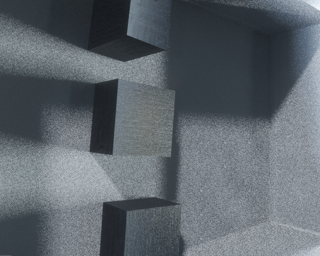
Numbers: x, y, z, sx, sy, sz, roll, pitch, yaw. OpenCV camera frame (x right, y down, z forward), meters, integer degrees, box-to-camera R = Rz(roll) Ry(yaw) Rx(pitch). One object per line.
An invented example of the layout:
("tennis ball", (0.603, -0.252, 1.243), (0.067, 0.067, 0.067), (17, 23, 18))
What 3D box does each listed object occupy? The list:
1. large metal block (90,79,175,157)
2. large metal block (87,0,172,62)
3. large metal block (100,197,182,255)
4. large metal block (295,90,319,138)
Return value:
("large metal block", (-0.031, -0.009, 0.364), (0.081, 0.050, 0.080), (6, 86, -40))
("large metal block", (-0.034, -0.124, 0.342), (0.050, 0.080, 0.080), (10, 84, -40))
("large metal block", (-0.023, 0.130, 0.371), (0.081, 0.050, 0.080), (5, 87, -40))
("large metal block", (0.352, -0.032, 0.687), (0.081, 0.050, 0.080), (-36, 112, -34))
